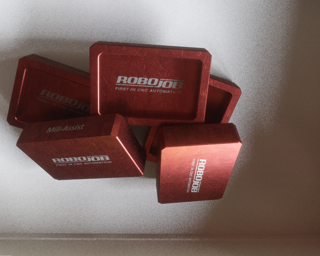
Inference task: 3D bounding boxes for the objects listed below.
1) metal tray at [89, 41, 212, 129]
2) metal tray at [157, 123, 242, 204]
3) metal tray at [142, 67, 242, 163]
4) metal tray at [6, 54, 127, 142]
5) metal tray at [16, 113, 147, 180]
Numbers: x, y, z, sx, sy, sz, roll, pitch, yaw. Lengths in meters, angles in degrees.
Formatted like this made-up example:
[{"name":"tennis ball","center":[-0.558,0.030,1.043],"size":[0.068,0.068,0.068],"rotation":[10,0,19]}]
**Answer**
[{"name":"metal tray","center":[-0.012,-0.049,0.356],"size":[0.131,0.030,0.089],"rotation":[3,110,-2]},{"name":"metal tray","center":[0.043,0.049,0.391],"size":[0.091,0.030,0.129],"rotation":[-3,139,-5]},{"name":"metal tray","center":[0.037,-0.009,0.404],"size":[0.091,0.030,0.129],"rotation":[18,109,-7]},{"name":"metal tray","center":[-0.116,-0.029,0.393],"size":[0.131,0.030,0.089],"rotation":[18,109,-7]},{"name":"metal tray","center":[-0.093,0.028,0.379],"size":[0.130,0.030,0.090],"rotation":[-5,141,18]}]
